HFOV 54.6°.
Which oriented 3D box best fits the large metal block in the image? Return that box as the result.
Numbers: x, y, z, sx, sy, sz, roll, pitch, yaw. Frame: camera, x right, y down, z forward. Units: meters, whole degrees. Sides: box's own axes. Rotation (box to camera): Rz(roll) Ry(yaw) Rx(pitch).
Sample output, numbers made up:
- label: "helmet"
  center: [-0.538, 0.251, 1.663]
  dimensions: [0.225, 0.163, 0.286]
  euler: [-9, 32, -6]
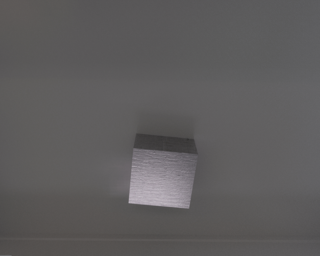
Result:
- label: "large metal block"
  center: [0.003, 0.057, 0.419]
  dimensions: [0.080, 0.050, 0.079]
  euler: [6, 110, -2]
